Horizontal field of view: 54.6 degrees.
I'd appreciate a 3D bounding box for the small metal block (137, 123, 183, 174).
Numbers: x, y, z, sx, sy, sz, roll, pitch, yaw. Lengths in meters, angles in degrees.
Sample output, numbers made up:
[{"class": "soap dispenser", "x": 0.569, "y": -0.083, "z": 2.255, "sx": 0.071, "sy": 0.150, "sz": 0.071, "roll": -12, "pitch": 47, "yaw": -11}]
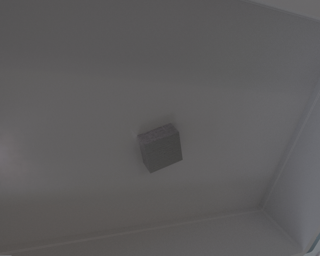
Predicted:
[{"class": "small metal block", "x": 0.001, "y": 0.028, "z": 0.425, "sx": 0.050, "sy": 0.025, "sz": 0.050, "roll": -21, "pitch": 127, "yaw": -16}]
